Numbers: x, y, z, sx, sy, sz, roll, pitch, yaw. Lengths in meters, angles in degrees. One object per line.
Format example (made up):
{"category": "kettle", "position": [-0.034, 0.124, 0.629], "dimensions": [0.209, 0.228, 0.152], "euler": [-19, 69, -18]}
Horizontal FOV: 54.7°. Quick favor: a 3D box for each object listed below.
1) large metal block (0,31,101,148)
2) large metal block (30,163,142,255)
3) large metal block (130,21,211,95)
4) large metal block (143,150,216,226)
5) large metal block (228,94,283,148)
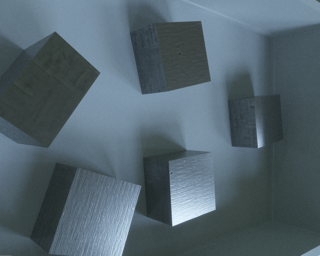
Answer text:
{"category": "large metal block", "position": [-0.112, -0.031, 0.277], "dimensions": [0.050, 0.080, 0.080], "euler": [43, 64, -32]}
{"category": "large metal block", "position": [-0.076, 0.088, 0.328], "dimensions": [0.080, 0.050, 0.080], "euler": [25, 74, -38]}
{"category": "large metal block", "position": [0.015, -0.092, 0.405], "dimensions": [0.081, 0.050, 0.079], "euler": [-19, 102, -39]}
{"category": "large metal block", "position": [0.027, 0.075, 0.416], "dimensions": [0.081, 0.050, 0.079], "euler": [-6, 94, -40]}
{"category": "large metal block", "position": [0.165, -0.013, 0.532], "dimensions": [0.081, 0.050, 0.079], "euler": [-11, 98, -40]}
